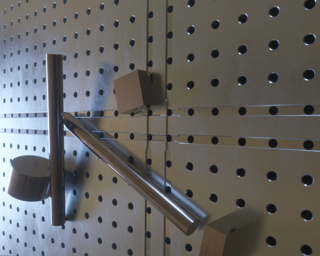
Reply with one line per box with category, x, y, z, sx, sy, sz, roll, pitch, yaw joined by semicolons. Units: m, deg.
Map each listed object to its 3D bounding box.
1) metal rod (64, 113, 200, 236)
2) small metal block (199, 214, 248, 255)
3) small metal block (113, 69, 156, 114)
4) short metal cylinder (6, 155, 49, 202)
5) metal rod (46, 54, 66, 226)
metal rod;-0.063;0.052;0.461;0.300;0.025;0.025;34;111;35
small metal block;0.068;0.128;0.337;0.025;0.050;0.050;16;101;39
small metal block;-0.037;-0.050;0.440;0.050;0.025;0.050;-16;80;38
short metal cylinder;-0.234;0.091;0.567;0.080;0.081;0.050;31;109;35
metal rod;-0.176;0.027;0.527;0.025;0.025;0.298;14;108;39
